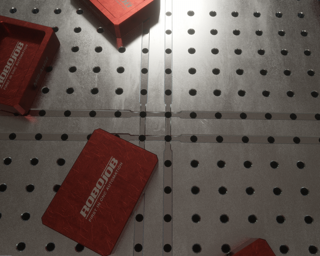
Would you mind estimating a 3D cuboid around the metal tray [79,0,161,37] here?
[{"bbox_3d":[-0.073,-0.214,0.486,0.090,0.030,0.130,-40,75,-14],"label":"metal tray"}]

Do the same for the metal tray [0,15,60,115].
[{"bbox_3d":[-0.211,-0.091,0.439,0.090,0.030,0.130,15,70,5],"label":"metal tray"}]

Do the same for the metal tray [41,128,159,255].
[{"bbox_3d":[-0.069,0.076,0.380,0.090,0.030,0.130,25,72,8],"label":"metal tray"}]

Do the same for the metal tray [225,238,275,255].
[{"bbox_3d":[0.082,0.194,0.339,0.131,0.030,0.090,-28,73,-10],"label":"metal tray"}]
